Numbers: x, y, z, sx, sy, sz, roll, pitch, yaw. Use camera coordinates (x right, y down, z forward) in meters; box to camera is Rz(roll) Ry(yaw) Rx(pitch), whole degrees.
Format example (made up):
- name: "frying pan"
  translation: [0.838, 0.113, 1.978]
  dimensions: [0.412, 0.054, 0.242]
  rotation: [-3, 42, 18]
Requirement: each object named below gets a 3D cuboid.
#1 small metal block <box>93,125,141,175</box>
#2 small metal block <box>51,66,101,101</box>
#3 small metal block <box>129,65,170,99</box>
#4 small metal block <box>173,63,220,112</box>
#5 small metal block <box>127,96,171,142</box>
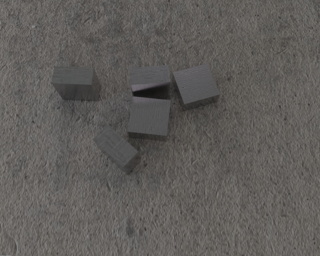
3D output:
- name: "small metal block"
  translation: [-0.052, 0.029, 0.384]
  dimensions: [0.050, 0.050, 0.025]
  rotation: [40, 75, 13]
- name: "small metal block"
  translation: [-0.110, -0.058, 0.415]
  dimensions: [0.050, 0.050, 0.025]
  rotation: [2, 70, 1]
- name: "small metal block"
  translation: [-0.013, -0.059, 0.416]
  dimensions: [0.050, 0.050, 0.025]
  rotation: [-5, 70, -2]
- name: "small metal block"
  translation: [0.049, -0.056, 0.429]
  dimensions: [0.050, 0.025, 0.050]
  rotation: [-16, 71, -6]
- name: "small metal block"
  translation: [-0.014, -0.012, 0.412]
  dimensions: [0.050, 0.025, 0.050]
  rotation: [6, 70, 2]
